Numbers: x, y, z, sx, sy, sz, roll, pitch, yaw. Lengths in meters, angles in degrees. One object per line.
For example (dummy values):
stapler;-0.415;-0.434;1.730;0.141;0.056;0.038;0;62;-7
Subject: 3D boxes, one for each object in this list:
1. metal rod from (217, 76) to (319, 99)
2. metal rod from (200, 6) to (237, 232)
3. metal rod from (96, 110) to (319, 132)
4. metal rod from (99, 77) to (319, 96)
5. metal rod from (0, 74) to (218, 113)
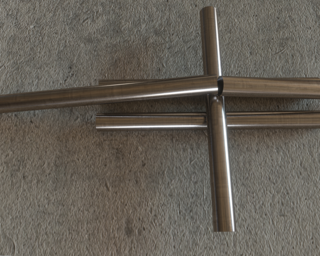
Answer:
metal rod;0.221;-0.049;0.404;0.302;0.025;0.025;1;70;-11
metal rod;0.071;-0.026;0.393;0.025;0.025;0.299;0;70;-1
metal rod;0.068;-0.010;0.413;0.302;0.025;0.025;-1;70;-1
metal rod;0.068;-0.056;0.430;0.302;0.025;0.025;-1;70;-1
metal rod;-0.080;-0.042;0.397;0.302;0.025;0.025;-4;70;8
